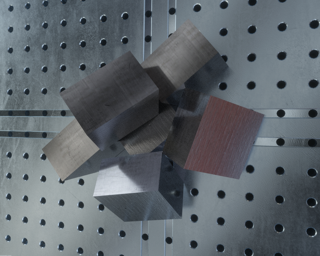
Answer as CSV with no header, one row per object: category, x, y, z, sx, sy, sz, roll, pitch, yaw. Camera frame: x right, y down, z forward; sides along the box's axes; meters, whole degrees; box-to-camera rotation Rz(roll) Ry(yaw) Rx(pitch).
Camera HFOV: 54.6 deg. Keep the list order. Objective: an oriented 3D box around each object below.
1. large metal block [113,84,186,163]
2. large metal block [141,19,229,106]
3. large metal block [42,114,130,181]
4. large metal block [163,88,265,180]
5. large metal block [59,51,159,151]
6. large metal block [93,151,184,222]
large metal block,-0.015,-0.011,0.406,0.080,0.050,0.080,-41,77,15
large metal block,0.030,-0.073,0.373,0.080,0.080,0.050,-41,78,15
large metal block,-0.092,0.022,0.415,0.080,0.080,0.050,-40,78,15
large metal block,0.060,0.007,0.355,0.050,0.081,0.080,31,104,59
large metal block,-0.049,-0.025,0.334,0.080,0.080,0.050,-34,78,-9
large metal block,-0.022,0.076,0.384,0.080,0.080,0.050,-9,51,20
